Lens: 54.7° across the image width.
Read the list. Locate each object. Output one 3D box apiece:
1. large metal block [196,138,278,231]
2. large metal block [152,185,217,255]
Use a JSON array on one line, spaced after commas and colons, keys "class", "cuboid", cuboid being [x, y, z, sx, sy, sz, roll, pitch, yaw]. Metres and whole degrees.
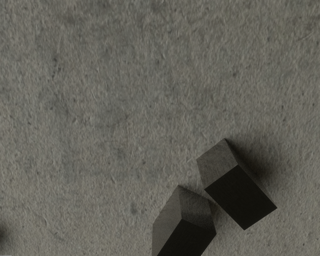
[{"class": "large metal block", "cuboid": [0.097, 0.071, 0.408, 0.050, 0.080, 0.080, -40, 106, 13]}, {"class": "large metal block", "cuboid": [0.030, 0.141, 0.433, 0.050, 0.080, 0.080, 26, 108, -10]}]
